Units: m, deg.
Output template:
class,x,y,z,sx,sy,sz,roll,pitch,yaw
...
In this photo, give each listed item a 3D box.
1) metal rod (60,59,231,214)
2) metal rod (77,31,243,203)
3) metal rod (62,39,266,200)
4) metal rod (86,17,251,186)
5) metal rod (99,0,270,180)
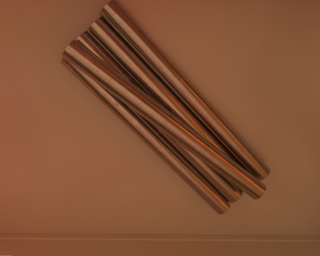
class,x,y,z,sx,sy,sz,roll,pitch,yaw
metal rod,-0.009,0.014,0.415,0.025,0.025,0.300,-41,105,14
metal rod,0.006,-0.005,0.408,0.025,0.025,0.300,-41,105,14
metal rod,0.015,-0.002,0.382,0.301,0.025,0.025,37,106,-13
metal rod,0.025,-0.020,0.403,0.025,0.025,0.300,-41,105,14
metal rod,0.041,-0.038,0.396,0.025,0.025,0.300,-41,105,14
